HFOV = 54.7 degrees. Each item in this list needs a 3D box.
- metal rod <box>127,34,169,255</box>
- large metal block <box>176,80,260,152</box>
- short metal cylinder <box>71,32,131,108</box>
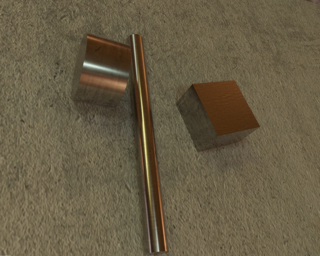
[{"bbox_3d":[-0.020,-0.001,0.393,0.025,0.025,0.299,7,59,-25],"label":"metal rod"},{"bbox_3d":[0.081,-0.019,0.443,0.081,0.050,0.080,-10,67,-32],"label":"large metal block"},{"bbox_3d":[-0.072,-0.068,0.371,0.050,0.080,0.080,11,57,-23],"label":"short metal cylinder"}]
